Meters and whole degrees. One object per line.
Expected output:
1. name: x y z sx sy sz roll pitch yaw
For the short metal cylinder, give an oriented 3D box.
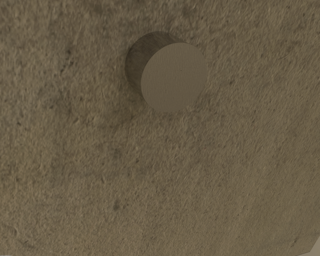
1. short metal cylinder: 0.006 -0.065 0.355 0.081 0.050 0.079 -14 125 -21
